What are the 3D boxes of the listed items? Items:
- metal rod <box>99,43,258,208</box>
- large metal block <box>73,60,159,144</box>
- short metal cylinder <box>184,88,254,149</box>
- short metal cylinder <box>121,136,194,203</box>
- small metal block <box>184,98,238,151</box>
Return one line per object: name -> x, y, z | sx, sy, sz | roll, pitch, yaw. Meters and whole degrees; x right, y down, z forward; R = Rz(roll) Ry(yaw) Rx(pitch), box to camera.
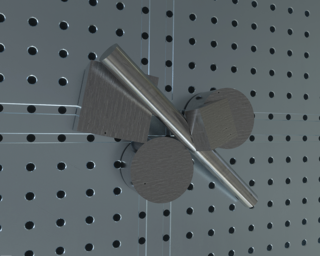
metal rod -> 0.041, 0.015, 0.387 | 0.300, 0.025, 0.025 | 45, 76, -29
large metal block -> -0.054, -0.028, 0.374 | 0.081, 0.050, 0.080 | 12, 86, -20
short metal cylinder -> 0.080, -0.013, 0.425 | 0.081, 0.050, 0.079 | 0, 90, -20
short metal cylinder -> -0.005, 0.050, 0.394 | 0.081, 0.050, 0.079 | 0, 90, -20
small metal block -> 0.062, -0.004, 0.371 | 0.050, 0.025, 0.050 | -22, 98, -37
